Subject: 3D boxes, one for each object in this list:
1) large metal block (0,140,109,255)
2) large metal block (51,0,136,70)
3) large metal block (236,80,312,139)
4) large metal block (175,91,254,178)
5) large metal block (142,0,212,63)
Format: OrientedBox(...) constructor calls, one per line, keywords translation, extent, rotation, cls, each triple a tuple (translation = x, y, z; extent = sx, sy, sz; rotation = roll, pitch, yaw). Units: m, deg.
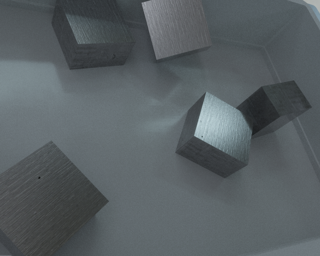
OrientedBox(translation=(-0.110, 0.072, 0.287), extent=(0.080, 0.050, 0.080), rotation=(46, 51, 3), cls="large metal block")
OrientedBox(translation=(-0.091, -0.130, 0.421), extent=(0.081, 0.050, 0.080), rotation=(-13, 69, -34), cls="large metal block")
OrientedBox(translation=(0.168, -0.026, 0.480), extent=(0.081, 0.080, 0.050), rotation=(-13, 69, -34), cls="large metal block")
OrientedBox(translation=(0.077, 0.010, 0.427), extent=(0.080, 0.050, 0.080), rotation=(28, 52, -11), cls="large metal block")
OrientedBox(translation=(0.024, -0.146, 0.453), extent=(0.080, 0.050, 0.080), rotation=(-15, 96, 1), cls="large metal block")
